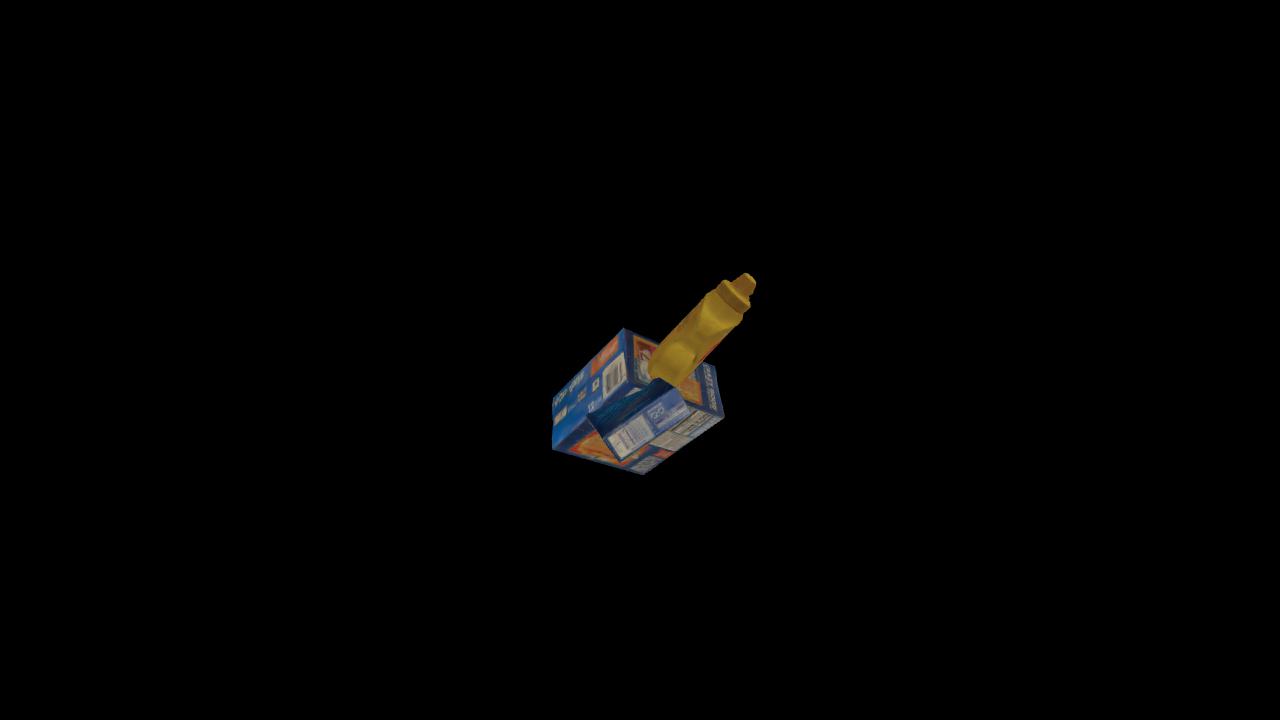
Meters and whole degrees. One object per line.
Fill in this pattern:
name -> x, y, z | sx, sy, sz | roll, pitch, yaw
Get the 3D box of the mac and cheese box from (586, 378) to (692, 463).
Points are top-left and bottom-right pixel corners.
mac and cheese box -> -0.017, 0.051, 0.706 | 0.093, 0.041, 0.184 | -36, 17, -7

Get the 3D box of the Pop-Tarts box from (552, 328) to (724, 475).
Pop-Tarts box -> -0.007, 0.058, 0.754 | 0.141, 0.083, 0.167 | 21, -44, -28

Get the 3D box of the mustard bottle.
mustard bottle -> 0.063, -0.026, 0.695 | 0.054, 0.184, 0.092 | 45, 19, 7
